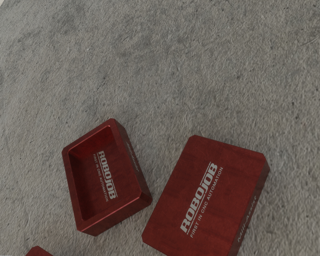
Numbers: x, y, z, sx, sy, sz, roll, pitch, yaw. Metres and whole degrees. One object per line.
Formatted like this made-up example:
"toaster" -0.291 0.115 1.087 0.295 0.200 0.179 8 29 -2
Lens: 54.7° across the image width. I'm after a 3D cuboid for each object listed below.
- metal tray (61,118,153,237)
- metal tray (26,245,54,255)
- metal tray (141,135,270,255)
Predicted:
"metal tray" -0.073 0.060 0.402 0.090 0.030 0.130 -32 52 7
"metal tray" -0.143 0.203 0.324 0.090 0.030 0.130 15 51 31
"metal tray" 0.049 0.078 0.327 0.090 0.030 0.130 16 70 34
